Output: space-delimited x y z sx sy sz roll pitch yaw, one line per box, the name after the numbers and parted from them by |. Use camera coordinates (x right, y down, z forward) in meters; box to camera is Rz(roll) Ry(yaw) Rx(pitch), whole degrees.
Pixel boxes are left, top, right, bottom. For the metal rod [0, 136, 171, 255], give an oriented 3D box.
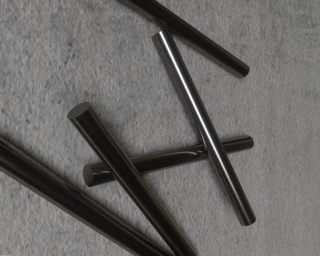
-0.067 0.105 0.350 0.300 0.025 0.025 46 63 -31 | metal rod

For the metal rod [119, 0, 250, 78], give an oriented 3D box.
0.030 -0.137 0.431 0.302 0.025 0.025 20 77 -38 | metal rod

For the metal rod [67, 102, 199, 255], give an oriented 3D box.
-0.013 0.092 0.371 0.025 0.025 0.299 -50 127 -28 | metal rod

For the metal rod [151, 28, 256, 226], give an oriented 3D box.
0.066 0.006 0.434 0.025 0.025 0.299 -34 103 -35 | metal rod

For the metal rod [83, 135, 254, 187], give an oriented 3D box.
0.036 0.039 0.437 0.302 0.025 0.025 -7 95 -40 | metal rod
